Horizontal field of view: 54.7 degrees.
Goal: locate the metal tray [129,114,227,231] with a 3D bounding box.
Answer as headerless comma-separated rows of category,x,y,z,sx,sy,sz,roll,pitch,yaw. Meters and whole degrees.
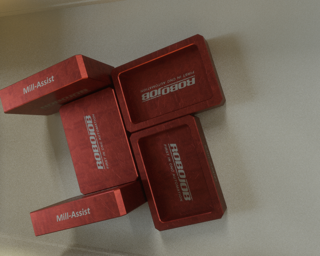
metal tray,0.022,0.057,0.397,0.090,0.030,0.129,-18,84,18

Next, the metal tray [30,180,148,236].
metal tray,-0.086,0.100,0.402,0.130,0.090,0.030,-18,84,18

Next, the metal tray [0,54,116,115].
metal tray,-0.132,-0.053,0.417,0.130,0.090,0.030,-19,84,18

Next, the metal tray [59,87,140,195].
metal tray,-0.081,0.019,0.432,0.090,0.030,0.129,-18,84,18

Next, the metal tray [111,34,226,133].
metal tray,0.009,-0.054,0.402,0.130,0.030,0.090,-18,84,18
